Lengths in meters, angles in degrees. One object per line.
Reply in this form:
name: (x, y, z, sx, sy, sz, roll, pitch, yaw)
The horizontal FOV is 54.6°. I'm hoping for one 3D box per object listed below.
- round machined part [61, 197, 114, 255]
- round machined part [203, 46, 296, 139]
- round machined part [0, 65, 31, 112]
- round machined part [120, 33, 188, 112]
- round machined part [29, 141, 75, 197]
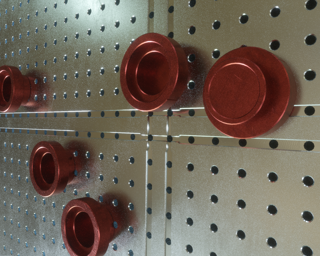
round machined part: (-0.111, 0.158, 0.492, 0.098, 0.042, 0.097, 0, 90, 40)
round machined part: (0.087, -0.037, 0.327, 0.098, 0.042, 0.097, 0, 90, 40)
round machined part: (-0.312, -0.082, 0.658, 0.098, 0.042, 0.097, 0, 90, 40)
round machined part: (-0.003, -0.069, 0.402, 0.098, 0.042, 0.097, 0, 90, 40)
round machined part: (-0.191, 0.071, 0.558, 0.098, 0.042, 0.097, 0, 90, 40)
